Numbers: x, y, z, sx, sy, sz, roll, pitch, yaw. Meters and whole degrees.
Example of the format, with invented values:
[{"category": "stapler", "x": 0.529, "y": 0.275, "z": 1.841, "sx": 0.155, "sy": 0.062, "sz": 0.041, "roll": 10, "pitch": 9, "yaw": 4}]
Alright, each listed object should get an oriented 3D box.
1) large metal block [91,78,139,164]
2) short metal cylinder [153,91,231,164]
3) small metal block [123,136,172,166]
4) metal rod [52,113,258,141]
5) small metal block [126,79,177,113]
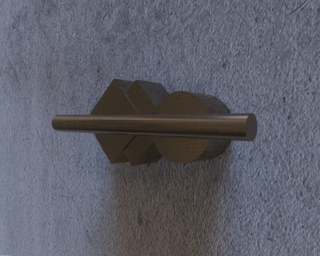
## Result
[{"category": "large metal block", "x": -0.046, "y": -0.009, "z": 0.426, "sx": 0.080, "sy": 0.050, "sz": 0.080, "roll": -49, "pitch": 61, "yaw": 28}, {"category": "short metal cylinder", "x": 0.037, "y": -0.001, "z": 0.359, "sx": 0.080, "sy": 0.050, "sz": 0.080, "roll": 0, "pitch": 90, "yaw": 40}, {"category": "small metal block", "x": -0.011, "y": 0.021, "z": 0.401, "sx": 0.050, "sy": 0.050, "sz": 0.025, "roll": -50, "pitch": 61, "yaw": 28}, {"category": "metal rod", "x": -0.035, "y": -0.004, "z": 0.367, "sx": 0.300, "sy": 0.025, "sz": 0.025, "roll": 2, "pitch": 91, "yaw": 40}, {"category": "small metal block", "x": -0.008, "y": -0.033, "z": 0.397, "sx": 0.025, "sy": 0.050, "sz": 0.050, "roll": -50, "pitch": 61, "yaw": 28}]
